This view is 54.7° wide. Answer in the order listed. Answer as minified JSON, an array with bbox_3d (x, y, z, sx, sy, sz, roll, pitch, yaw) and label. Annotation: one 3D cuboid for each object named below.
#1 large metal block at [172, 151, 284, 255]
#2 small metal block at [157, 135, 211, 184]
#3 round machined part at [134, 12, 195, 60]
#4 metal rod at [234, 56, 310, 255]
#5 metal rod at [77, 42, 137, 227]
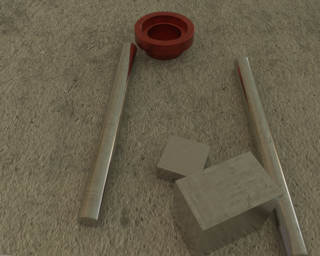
[{"bbox_3d":[0.060,0.078,0.303,0.081,0.080,0.050,-19,53,-16],"label":"large metal block"},{"bbox_3d":[0.029,0.041,0.370,0.050,0.025,0.050,16,52,13],"label":"small metal block"},{"bbox_3d":[0.007,-0.151,0.519,0.099,0.042,0.098,0,50,0],"label":"round machined part"},{"bbox_3d":[0.131,0.011,0.395,0.025,0.025,0.300,0,50,-1],"label":"metal rod"},{"bbox_3d":[-0.062,-0.017,0.416,0.025,0.025,0.300,4,50,3],"label":"metal rod"}]
